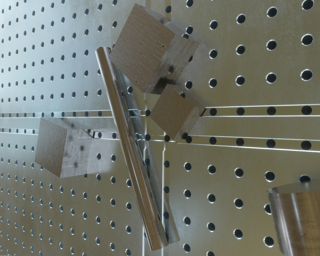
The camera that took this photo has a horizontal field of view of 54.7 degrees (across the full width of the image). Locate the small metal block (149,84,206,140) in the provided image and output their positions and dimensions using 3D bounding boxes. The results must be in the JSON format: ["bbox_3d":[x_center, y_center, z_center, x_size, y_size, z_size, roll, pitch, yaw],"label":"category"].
[{"bbox_3d":[0.021,-0.020,0.391,0.050,0.025,0.050,45,117,30],"label":"small metal block"}]

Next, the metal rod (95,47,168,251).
[{"bbox_3d":[-0.044,0.020,0.443,0.025,0.025,0.299,-28,73,36],"label":"metal rod"}]

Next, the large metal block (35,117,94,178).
[{"bbox_3d":[-0.164,0.030,0.525,0.080,0.050,0.079,19,102,38],"label":"large metal block"}]

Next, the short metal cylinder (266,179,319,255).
[{"bbox_3d":[0.137,0.073,0.260,0.080,0.081,0.050,-16,80,38],"label":"short metal cylinder"}]

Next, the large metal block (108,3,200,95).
[{"bbox_3d":[-0.010,-0.099,0.400,0.080,0.050,0.080,47,118,29],"label":"large metal block"}]
